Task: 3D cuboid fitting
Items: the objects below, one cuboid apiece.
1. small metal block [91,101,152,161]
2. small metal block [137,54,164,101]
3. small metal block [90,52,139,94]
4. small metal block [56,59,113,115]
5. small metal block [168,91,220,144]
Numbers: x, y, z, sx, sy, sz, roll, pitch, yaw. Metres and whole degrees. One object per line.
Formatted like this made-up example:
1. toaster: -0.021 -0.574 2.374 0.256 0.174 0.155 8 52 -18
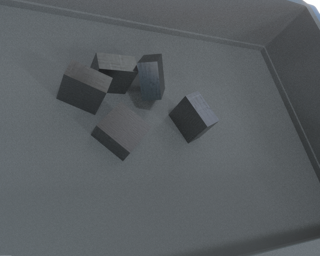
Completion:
1. small metal block: -0.047 0.003 0.380 0.050 0.025 0.050 40 51 -2
2. small metal block: -0.010 -0.069 0.414 0.025 0.050 0.050 -3 24 8
3. small metal block: -0.062 -0.069 0.399 0.050 0.050 0.025 0 62 -29
4. small metal block: -0.091 -0.047 0.370 0.050 0.050 0.025 24 53 -14
5. small metal block: 0.045 -0.014 0.425 0.025 0.050 0.050 -25 76 -37
